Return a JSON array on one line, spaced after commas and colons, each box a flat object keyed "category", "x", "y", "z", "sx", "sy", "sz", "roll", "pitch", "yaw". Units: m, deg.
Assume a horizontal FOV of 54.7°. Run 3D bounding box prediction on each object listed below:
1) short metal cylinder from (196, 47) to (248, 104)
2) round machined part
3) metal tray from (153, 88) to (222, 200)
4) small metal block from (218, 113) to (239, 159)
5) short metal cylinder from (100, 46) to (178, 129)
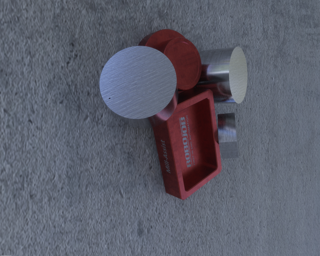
[{"category": "short metal cylinder", "x": 0.091, "y": -0.075, "z": 0.452, "sx": 0.080, "sy": 0.050, "sz": 0.079, "roll": -6, "pitch": 96, "yaw": -57}, {"category": "round machined part", "x": 0.017, "y": -0.082, "z": 0.410, "sx": 0.099, "sy": 0.042, "sz": 0.097, "roll": 0, "pitch": 90, "yaw": -40}, {"category": "metal tray", "x": 0.039, "y": 0.020, "z": 0.421, "sx": 0.091, "sy": 0.030, "sz": 0.129, "roll": -28, "pitch": 117, "yaw": -37}, {"category": "small metal block", "x": 0.104, "y": 0.012, "z": 0.470, "sx": 0.050, "sy": 0.025, "sz": 0.050, "roll": 64, "pitch": 25, "yaw": -53}, {"category": "short metal cylinder", "x": -0.021, "y": -0.043, "z": 0.344, "sx": 0.050, "sy": 0.080, "sz": 0.080, "roll": 67, "pitch": 35, "yaw": -77}]
